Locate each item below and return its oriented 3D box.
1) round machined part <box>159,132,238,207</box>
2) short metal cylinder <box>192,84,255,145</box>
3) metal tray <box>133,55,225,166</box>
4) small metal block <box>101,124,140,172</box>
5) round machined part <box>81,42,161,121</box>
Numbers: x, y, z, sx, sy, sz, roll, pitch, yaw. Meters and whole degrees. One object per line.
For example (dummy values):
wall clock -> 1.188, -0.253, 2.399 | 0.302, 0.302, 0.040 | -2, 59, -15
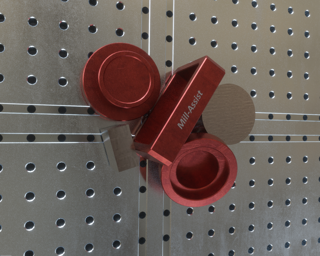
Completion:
round machined part -> 0.047, 0.050, 0.405 | 0.099, 0.042, 0.097 | -3, 111, -8
short metal cylinder -> 0.082, -0.018, 0.425 | 0.081, 0.050, 0.079 | 0, 90, -20
metal tray -> 0.017, -0.021, 0.380 | 0.030, 0.090, 0.130 | 35, 79, -17
small metal block -> -0.050, 0.023, 0.377 | 0.025, 0.050, 0.050 | -16, 96, -19
round machined part -> -0.045, -0.057, 0.382 | 0.099, 0.042, 0.097 | 0, 90, -20
